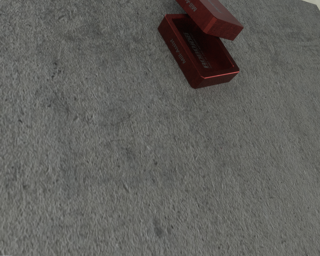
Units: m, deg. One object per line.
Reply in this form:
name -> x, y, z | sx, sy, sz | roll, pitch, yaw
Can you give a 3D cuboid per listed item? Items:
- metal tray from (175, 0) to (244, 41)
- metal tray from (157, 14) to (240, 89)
metal tray -> 0.079, -0.213, 0.549 | 0.091, 0.030, 0.130 | -5, 53, -45
metal tray -> 0.064, -0.132, 0.517 | 0.091, 0.030, 0.130 | -16, 70, -35
